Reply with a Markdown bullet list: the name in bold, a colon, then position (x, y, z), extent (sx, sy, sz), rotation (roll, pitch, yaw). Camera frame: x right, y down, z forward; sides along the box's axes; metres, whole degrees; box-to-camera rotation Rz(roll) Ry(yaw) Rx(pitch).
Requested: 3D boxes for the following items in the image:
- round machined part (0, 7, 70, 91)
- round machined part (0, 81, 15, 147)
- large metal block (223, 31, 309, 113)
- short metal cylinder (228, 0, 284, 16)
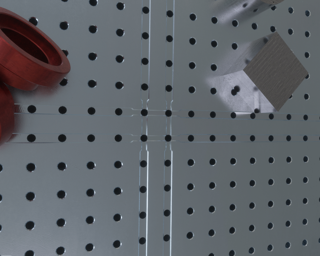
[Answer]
- **round machined part**: position (-0.148, -0.078, 0.326), extent (0.098, 0.098, 0.042), rotation (41, 106, -15)
- **round machined part**: position (-0.191, -0.023, 0.315), extent (0.098, 0.042, 0.097), rotation (7, 120, 13)
- **large metal block**: position (0.155, -0.079, 0.456), extent (0.080, 0.050, 0.080), rotation (46, 76, -15)
- **short metal cylinder**: position (0.143, -0.211, 0.451), extent (0.081, 0.050, 0.080), rotation (0, 90, -20)
